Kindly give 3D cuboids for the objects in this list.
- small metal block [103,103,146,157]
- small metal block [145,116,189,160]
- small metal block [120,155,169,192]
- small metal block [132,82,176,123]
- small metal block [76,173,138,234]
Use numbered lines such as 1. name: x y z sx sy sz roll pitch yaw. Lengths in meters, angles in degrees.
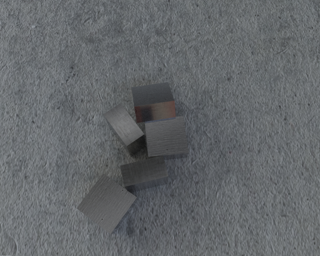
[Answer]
1. small metal block: -0.043 0.004 0.393 0.025 0.050 0.050 -35 74 -12
2. small metal block: 0.008 0.014 0.403 0.050 0.025 0.050 -5 70 -2
3. small metal block: -0.018 0.057 0.374 0.050 0.050 0.025 -13 71 -5
4. small metal block: -0.009 -0.035 0.408 0.050 0.025 0.050 -9 36 -3
5. small metal block: -0.062 0.092 0.374 0.050 0.025 0.050 33 73 11
